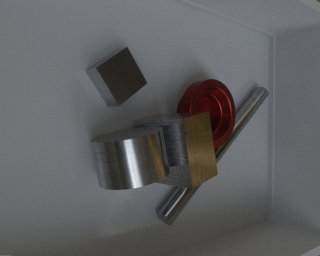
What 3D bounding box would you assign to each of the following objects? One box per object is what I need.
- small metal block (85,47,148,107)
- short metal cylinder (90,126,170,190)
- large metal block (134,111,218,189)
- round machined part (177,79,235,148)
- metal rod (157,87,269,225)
[{"bbox_3d":[-0.050,-0.060,0.366,0.050,0.025,0.050,-44,117,-31],"label":"small metal block"},{"bbox_3d":[-0.033,0.031,0.345,0.081,0.080,0.050,-16,101,-39],"label":"short metal cylinder"},{"bbox_3d":[0.019,0.024,0.386,0.050,0.080,0.079,-17,101,-44],"label":"large metal block"},{"bbox_3d":[0.063,-0.020,0.451,0.099,0.042,0.097,0,90,-40],"label":"round machined part"},{"bbox_3d":[0.096,0.028,0.489,0.301,0.025,0.025,-46,118,-30],"label":"metal rod"}]
